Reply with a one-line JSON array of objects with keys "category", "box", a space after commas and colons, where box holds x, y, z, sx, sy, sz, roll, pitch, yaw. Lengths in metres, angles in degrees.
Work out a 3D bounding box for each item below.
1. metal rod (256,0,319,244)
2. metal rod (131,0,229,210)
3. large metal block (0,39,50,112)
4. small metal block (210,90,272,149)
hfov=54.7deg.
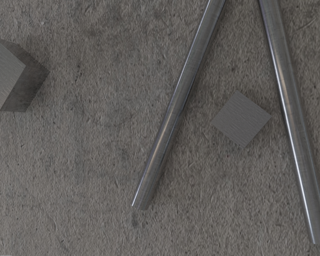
[{"category": "metal rod", "box": [0.151, -0.021, 0.355, 0.025, 0.025, 0.298, -12, 86, 19]}, {"category": "metal rod", "box": [0.024, -0.033, 0.400, 0.025, 0.025, 0.298, 23, 97, 18]}, {"category": "large metal block", "box": [-0.233, -0.081, 0.478, 0.080, 0.050, 0.080, 39, 102, 15]}, {"category": "small metal block", "box": [0.098, -0.010, 0.374, 0.050, 0.025, 0.050, 41, 103, 15]}]
